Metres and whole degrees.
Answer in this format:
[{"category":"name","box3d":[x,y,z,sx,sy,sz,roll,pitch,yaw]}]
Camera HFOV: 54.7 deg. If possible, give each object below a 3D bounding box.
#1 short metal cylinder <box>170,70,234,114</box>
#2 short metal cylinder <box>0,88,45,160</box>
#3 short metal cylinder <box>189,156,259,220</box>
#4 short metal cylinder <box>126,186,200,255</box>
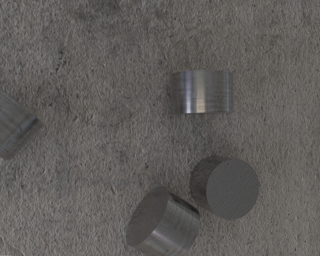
[{"category":"short metal cylinder","box3d":[0.054,-0.043,0.399,0.081,0.080,0.050,-1,91,-20]},{"category":"short metal cylinder","box3d":[-0.168,-0.011,0.318,0.080,0.080,0.050,43,77,-15]},{"category":"short metal cylinder","box3d":[0.088,0.080,0.428,0.081,0.050,0.080,0,90,-20]},{"category":"short metal cylinder","box3d":[0.003,0.119,0.381,0.050,0.080,0.080,38,78,-16]}]
